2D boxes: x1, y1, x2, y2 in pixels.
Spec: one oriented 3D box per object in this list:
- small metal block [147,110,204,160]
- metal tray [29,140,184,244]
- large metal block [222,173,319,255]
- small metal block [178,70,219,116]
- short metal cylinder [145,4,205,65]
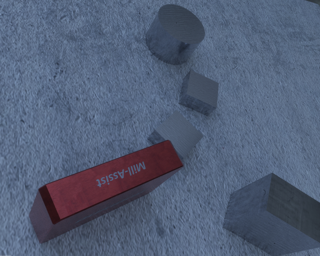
[{"bbox_3d":[0.021,0.012,0.407,0.050,0.025,0.050,45,51,3],"label":"small metal block"},{"bbox_3d":[-0.051,0.060,0.298,0.131,0.090,0.030,-18,72,-35],"label":"metal tray"},{"bbox_3d":[0.137,0.108,0.376,0.080,0.080,0.050,32,52,-8],"label":"large metal block"},{"bbox_3d":[0.059,-0.053,0.468,0.050,0.025,0.050,23,53,-15],"label":"small metal block"},{"bbox_3d":[0.023,-0.147,0.490,0.081,0.050,0.080,14,56,-21],"label":"short metal cylinder"}]
